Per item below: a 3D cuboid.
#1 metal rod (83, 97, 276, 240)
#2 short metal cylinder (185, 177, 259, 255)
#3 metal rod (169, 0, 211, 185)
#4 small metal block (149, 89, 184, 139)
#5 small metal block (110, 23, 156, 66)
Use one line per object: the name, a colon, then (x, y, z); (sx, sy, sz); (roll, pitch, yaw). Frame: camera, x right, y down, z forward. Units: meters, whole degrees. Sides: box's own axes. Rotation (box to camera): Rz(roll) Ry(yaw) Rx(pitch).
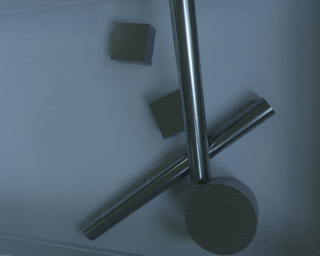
metal rod: (0.014, 0.061, 0.404); (0.300, 0.025, 0.025); (-38, 78, 15)
short metal cylinder: (0.075, 0.102, 0.370); (0.080, 0.050, 0.079); (0, 90, 19)
metal rod: (0.029, -0.075, 0.321); (0.025, 0.025, 0.298); (-1, 113, 20)
small metal block: (0.021, -0.019, 0.403); (0.050, 0.025, 0.050); (-26, 82, 18)
small metal block: (-0.036, -0.114, 0.422); (0.050, 0.025, 0.050); (9, 93, 19)
